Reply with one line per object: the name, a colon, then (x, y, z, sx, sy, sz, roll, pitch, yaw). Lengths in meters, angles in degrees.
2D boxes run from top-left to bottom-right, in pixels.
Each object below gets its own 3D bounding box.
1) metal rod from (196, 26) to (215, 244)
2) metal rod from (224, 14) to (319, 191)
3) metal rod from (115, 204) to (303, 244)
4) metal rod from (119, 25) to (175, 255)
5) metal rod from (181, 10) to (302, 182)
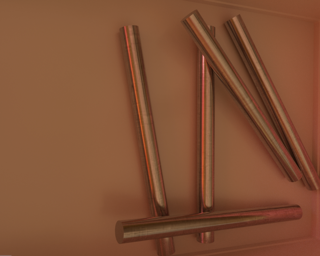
metal rod: (0.064, 0.009, 0.435, 0.025, 0.025, 0.298, 0, 90, -20)
metal rod: (0.178, -0.032, 0.478, 0.025, 0.025, 0.299, -34, 101, -17)
metal rod: (0.086, 0.124, 0.418, 0.302, 0.025, 0.025, 4, 89, -30)
metal rod: (-0.016, 0.019, 0.405, 0.025, 0.025, 0.298, -11, 94, -20)
metal rod: (0.125, -0.032, 0.440, 0.025, 0.025, 0.300, -45, 111, -15)
